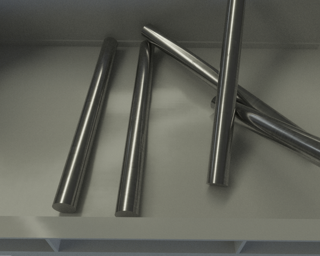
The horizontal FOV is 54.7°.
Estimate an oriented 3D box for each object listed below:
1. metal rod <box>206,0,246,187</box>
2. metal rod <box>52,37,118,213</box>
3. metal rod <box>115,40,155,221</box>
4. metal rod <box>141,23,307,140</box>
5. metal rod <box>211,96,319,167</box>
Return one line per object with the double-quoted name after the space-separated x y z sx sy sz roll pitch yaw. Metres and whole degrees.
0.089 -0.076 0.397 0.025 0.025 0.299 8 73 6 "metal rod"
-0.093 -0.029 0.427 0.025 0.025 0.300 3 50 2 "metal rod"
-0.028 -0.022 0.423 0.025 0.025 0.300 2 50 1 "metal rod"
0.083 -0.068 0.447 0.025 0.025 0.300 -37 64 -27 "metal rod"
0.140 0.015 0.309 0.025 0.025 0.300 -20 26 -16 "metal rod"
